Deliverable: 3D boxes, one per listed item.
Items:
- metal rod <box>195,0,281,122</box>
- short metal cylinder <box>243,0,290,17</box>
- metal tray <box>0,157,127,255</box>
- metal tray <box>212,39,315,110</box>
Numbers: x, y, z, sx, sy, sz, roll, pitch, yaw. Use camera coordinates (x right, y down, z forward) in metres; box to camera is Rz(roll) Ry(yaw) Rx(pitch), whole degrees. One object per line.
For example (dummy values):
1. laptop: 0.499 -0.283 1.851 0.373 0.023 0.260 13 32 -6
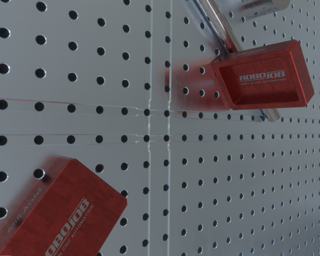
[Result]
1. metal rod: 0.132 -0.119 0.518 0.300 0.025 0.025 49 61 -29
2. short metal cylinder: 0.190 -0.244 0.551 0.081 0.050 0.080 0 91 -40
3. metal tray: -0.103 0.106 0.320 0.090 0.030 0.130 47 62 -30
4. metal tray: 0.152 -0.074 0.468 0.030 0.130 0.090 -43 116 -31
